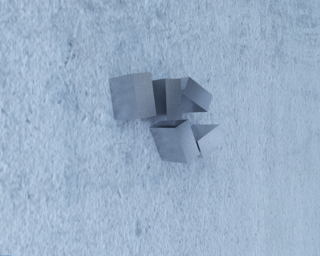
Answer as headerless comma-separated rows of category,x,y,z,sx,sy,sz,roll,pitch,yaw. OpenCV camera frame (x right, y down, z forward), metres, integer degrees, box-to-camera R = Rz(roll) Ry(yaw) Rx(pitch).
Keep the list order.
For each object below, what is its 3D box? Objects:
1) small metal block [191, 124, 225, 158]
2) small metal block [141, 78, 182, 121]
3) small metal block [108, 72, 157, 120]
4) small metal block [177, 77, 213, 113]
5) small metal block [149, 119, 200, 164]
small metal block,0.053,0.017,0.436,0.050,0.050,0.025,-33,111,-35
small metal block,0.001,-0.034,0.391,0.025,0.050,0.050,-4,93,-40
small metal block,-0.033,-0.037,0.363,0.025,0.050,0.050,-13,98,-40
small metal block,0.034,-0.043,0.419,0.050,0.050,0.025,31,71,-36
small metal block,0.019,0.017,0.406,0.025,0.050,0.050,-32,110,-36
